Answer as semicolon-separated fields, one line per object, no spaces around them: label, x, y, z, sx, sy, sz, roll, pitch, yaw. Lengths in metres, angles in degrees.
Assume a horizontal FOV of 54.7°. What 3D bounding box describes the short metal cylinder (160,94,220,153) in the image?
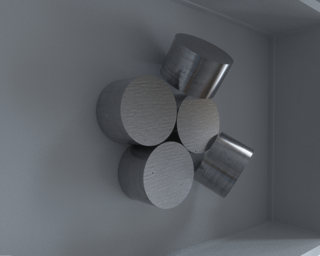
short metal cylinder;0.035;-0.007;0.419;0.081;0.050;0.079;0;90;-40

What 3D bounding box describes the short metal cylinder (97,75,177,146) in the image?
short metal cylinder;-0.026;-0.020;0.367;0.081;0.050;0.079;0;90;-40

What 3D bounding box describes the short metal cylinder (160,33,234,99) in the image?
short metal cylinder;0.047;-0.081;0.400;0.081;0.080;0.050;-4;131;-40

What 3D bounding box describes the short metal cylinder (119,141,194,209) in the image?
short metal cylinder;-0.004;0.056;0.387;0.081;0.050;0.079;0;90;-40

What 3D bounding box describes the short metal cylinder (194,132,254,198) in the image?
short metal cylinder;0.090;0.052;0.439;0.080;0.050;0.080;-54;166;-20
